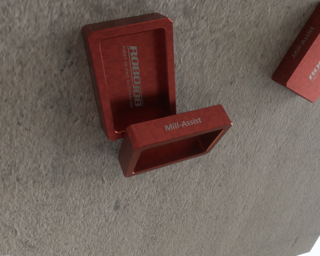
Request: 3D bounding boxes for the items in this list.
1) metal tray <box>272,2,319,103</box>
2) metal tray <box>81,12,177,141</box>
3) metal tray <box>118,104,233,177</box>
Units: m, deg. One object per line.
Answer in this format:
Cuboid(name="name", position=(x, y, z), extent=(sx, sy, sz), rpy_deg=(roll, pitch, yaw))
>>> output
Cuboid(name="metal tray", position=(0.239, -0.111, 0.468), extent=(0.091, 0.030, 0.129), rpy_deg=(18, 109, -36))
Cuboid(name="metal tray", position=(-0.030, -0.056, 0.353), extent=(0.091, 0.030, 0.129), rpy_deg=(-17, 126, -19))
Cuboid(name="metal tray", position=(0.017, 0.017, 0.397), extent=(0.131, 0.030, 0.090), rpy_deg=(-14, 155, -22))
